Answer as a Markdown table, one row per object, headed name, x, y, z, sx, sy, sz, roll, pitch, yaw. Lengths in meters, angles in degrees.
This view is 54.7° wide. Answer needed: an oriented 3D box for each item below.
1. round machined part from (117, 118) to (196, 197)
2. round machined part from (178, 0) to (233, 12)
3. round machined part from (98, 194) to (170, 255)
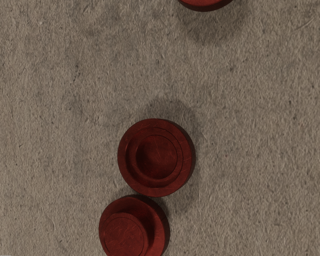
| name | x | y | z | sx | sy | sz | roll | pitch | yaw |
| --- | --- | --- | --- | --- | --- | --- | --- | --- | --- |
| round machined part | -0.002 | 0.037 | 0.400 | 0.098 | 0.042 | 0.097 | 0 | 90 | 19 |
| round machined part | 0.059 | -0.190 | 0.379 | 0.098 | 0.042 | 0.097 | 0 | 90 | 19 |
| round machined part | -0.039 | 0.141 | 0.413 | 0.098 | 0.042 | 0.097 | 0 | 90 | 19 |
